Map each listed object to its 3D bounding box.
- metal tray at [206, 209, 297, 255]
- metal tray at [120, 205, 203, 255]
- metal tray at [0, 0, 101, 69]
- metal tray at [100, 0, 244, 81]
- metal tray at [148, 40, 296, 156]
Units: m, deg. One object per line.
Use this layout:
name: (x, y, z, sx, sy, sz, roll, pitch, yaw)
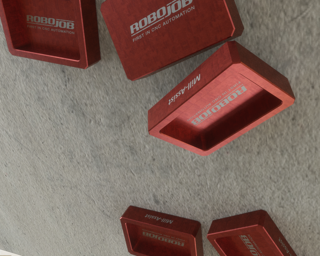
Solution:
metal tray: (0.139, 0.182, 0.442, 0.090, 0.030, 0.130, -27, 104, 37)
metal tray: (0.004, 0.183, 0.513, 0.130, 0.030, 0.089, 6, 121, 24)
metal tray: (-0.142, -0.131, 0.394, 0.130, 0.030, 0.089, 14, 124, 20)
metal tray: (0.008, -0.112, 0.317, 0.130, 0.030, 0.090, -18, 97, 34)
metal tray: (0.059, -0.022, 0.328, 0.091, 0.030, 0.129, 23, 136, -31)
